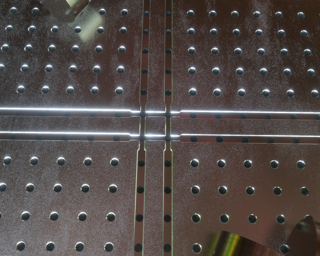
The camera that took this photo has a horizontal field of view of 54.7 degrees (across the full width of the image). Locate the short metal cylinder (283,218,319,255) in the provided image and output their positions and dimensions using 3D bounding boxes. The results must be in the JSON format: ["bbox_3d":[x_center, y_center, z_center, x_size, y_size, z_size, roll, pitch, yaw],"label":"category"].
[{"bbox_3d":[0.173,0.145,0.332,0.050,0.080,0.080,20,71,7],"label":"short metal cylinder"}]

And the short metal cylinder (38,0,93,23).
[{"bbox_3d":[-0.143,-0.204,0.455,0.080,0.080,0.050,31,73,10],"label":"short metal cylinder"}]

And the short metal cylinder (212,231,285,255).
[{"bbox_3d":[0.094,0.150,0.329,0.080,0.080,0.050,24,72,8],"label":"short metal cylinder"}]
